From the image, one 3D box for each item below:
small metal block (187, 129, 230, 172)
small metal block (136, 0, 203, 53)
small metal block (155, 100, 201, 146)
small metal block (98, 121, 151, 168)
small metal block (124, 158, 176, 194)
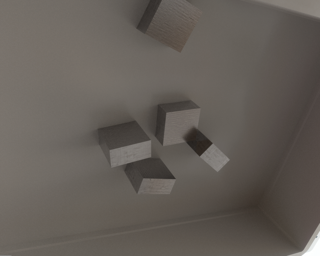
[{"bbox_3d":[0.066,0.030,0.447,0.025,0.050,0.050,-46,129,4],"label":"small metal block"},{"bbox_3d":[0.010,-0.119,0.341,0.050,0.025,0.050,18,109,-35],"label":"small metal block"},{"bbox_3d":[0.023,-0.007,0.417,0.050,0.025,0.050,-9,122,-24],"label":"small metal block"},{"bbox_3d":[-0.044,0.018,0.380,0.050,0.050,0.025,-13,124,-21],"label":"small metal block"},{"bbox_3d":[-0.014,0.065,0.425,0.050,0.050,0.025,8,115,-32],"label":"small metal block"}]
